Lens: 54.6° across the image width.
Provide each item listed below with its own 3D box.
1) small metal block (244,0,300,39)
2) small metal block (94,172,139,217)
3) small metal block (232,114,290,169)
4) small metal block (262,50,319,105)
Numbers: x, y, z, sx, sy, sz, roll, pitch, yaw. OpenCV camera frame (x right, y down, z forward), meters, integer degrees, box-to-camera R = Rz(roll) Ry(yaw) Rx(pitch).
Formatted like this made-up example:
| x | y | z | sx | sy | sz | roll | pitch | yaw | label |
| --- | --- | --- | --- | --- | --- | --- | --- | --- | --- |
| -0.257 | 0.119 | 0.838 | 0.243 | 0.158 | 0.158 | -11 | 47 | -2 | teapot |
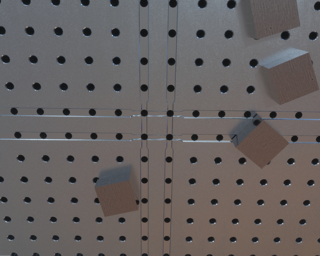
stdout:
| x | y | z | sx | sy | sz | roll | pitch | yaw | label |
| --- | --- | --- | --- | --- | --- | --- | --- | --- | --- |
| 0.131 | -0.137 | 0.364 | 0.050 | 0.025 | 0.050 | -16 | 109 | 6 | small metal block |
| -0.061 | 0.096 | 0.448 | 0.050 | 0.025 | 0.050 | -13 | 110 | 4 | small metal block |
| 0.136 | 0.019 | 0.421 | 0.050 | 0.025 | 0.050 | 38 | 106 | -13 | small metal block |
| 0.164 | -0.064 | 0.391 | 0.050 | 0.025 | 0.050 | -22 | 109 | 8 | small metal block |
